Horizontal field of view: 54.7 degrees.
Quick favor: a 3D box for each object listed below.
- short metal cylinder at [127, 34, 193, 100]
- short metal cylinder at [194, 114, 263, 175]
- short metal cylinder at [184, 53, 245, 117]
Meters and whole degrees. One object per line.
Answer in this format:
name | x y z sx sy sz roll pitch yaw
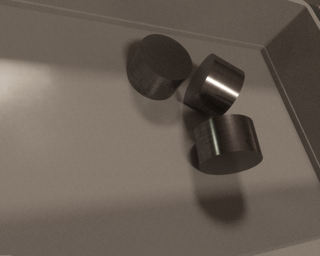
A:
short metal cylinder | -0.001 -0.087 0.443 0.081 0.050 0.080 14 56 -21
short metal cylinder | 0.087 0.024 0.405 0.081 0.080 0.050 8 58 -25
short metal cylinder | 0.078 -0.061 0.451 0.050 0.080 0.080 27 52 -12
